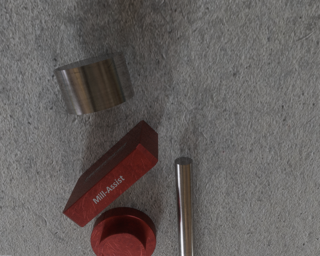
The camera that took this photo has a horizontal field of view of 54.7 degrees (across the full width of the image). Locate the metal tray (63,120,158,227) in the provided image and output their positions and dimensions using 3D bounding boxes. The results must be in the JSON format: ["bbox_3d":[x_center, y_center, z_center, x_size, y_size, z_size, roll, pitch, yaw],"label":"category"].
[{"bbox_3d":[-0.059,0.055,0.394,0.130,0.090,0.030,-42,105,13],"label":"metal tray"}]

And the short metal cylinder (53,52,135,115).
[{"bbox_3d":[-0.075,-0.054,0.360,0.080,0.080,0.050,-13,110,4],"label":"short metal cylinder"}]

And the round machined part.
[{"bbox_3d":[-0.055,0.171,0.463,0.099,0.042,0.097,0,110,-1],"label":"round machined part"}]

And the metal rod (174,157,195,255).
[{"bbox_3d":[0.042,0.185,0.478,0.025,0.025,0.298,-3,110,1],"label":"metal rod"}]
